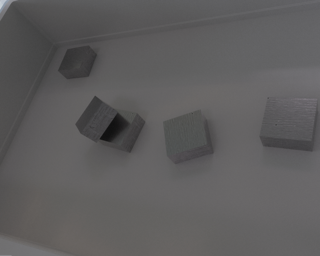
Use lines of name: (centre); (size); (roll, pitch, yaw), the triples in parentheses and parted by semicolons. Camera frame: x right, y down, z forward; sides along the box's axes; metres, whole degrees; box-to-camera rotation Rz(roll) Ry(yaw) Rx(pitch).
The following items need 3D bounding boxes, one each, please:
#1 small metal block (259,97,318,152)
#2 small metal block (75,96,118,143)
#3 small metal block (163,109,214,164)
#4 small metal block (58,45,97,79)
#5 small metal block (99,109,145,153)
small metal block: (0.140, -0.005, 0.335); (0.050, 0.025, 0.050); (6, 64, 30)
small metal block: (-0.088, -0.013, 0.427); (0.050, 0.025, 0.050); (-56, 27, -1)
small metal block: (0.034, 0.011, 0.381); (0.050, 0.025, 0.050); (-18, 55, 17)
small metal block: (-0.148, -0.117, 0.556); (0.050, 0.025, 0.050); (-1, 61, 27)
small metal block: (-0.056, 0.002, 0.434); (0.050, 0.025, 0.050); (12, 68, 33)
